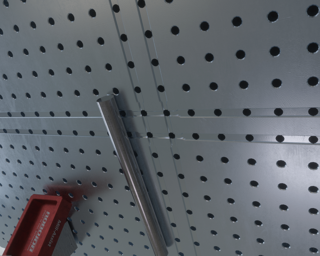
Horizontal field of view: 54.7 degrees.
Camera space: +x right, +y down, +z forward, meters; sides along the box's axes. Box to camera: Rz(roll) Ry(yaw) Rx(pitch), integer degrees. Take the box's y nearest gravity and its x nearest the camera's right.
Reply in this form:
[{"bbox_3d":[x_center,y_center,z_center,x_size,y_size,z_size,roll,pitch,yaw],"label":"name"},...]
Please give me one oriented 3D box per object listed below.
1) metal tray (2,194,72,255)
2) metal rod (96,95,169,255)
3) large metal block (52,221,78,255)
[{"bbox_3d":[-0.231,0.193,0.585,0.090,0.130,0.030,-3,144,29],"label":"metal tray"},{"bbox_3d":[-0.036,0.090,0.485,0.025,0.025,0.298,-2,118,29],"label":"metal rod"},{"bbox_3d":[-0.228,0.243,0.643,0.050,0.080,0.079,8,122,30],"label":"large metal block"}]
